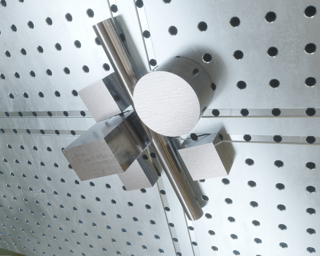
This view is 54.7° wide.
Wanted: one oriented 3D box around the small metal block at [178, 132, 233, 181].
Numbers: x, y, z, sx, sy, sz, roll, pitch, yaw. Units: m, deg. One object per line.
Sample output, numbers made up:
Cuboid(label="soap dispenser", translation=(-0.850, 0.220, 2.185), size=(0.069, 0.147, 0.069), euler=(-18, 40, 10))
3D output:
Cuboid(label="small metal block", translation=(0.059, 0.038, 0.402), size=(0.050, 0.025, 0.050), euler=(-15, 111, 34))

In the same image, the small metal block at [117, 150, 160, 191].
Cuboid(label="small metal block", translation=(-0.037, 0.065, 0.469), size=(0.050, 0.025, 0.050), euler=(-17, 110, 34))

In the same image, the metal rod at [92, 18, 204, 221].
Cuboid(label="metal rod", translation=(-0.008, 0.002, 0.415), size=(0.025, 0.025, 0.299), euler=(-13, 112, 33))

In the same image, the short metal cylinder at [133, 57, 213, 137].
Cuboid(label="short metal cylinder", translation=(0.016, -0.037, 0.362), size=(0.080, 0.050, 0.079), euler=(13, 124, 20))

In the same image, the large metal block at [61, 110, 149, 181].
Cuboid(label="large metal block", translation=(-0.070, 0.023, 0.423), size=(0.080, 0.080, 0.050), euler=(-16, 110, 34))

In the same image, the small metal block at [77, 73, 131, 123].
Cuboid(label="small metal block", translation=(-0.077, -0.041, 0.425), size=(0.050, 0.025, 0.050), euler=(-19, 109, 35))
